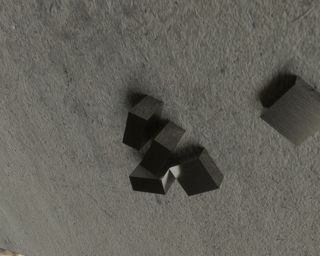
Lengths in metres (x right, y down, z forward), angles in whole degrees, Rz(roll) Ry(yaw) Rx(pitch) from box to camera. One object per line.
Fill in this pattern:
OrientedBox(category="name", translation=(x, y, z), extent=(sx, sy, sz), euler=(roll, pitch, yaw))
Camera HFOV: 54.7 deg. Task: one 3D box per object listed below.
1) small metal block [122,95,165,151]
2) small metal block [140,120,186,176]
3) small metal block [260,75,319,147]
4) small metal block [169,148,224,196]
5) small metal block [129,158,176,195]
OrientedBox(category="small metal block", translation=(-0.021, -0.007, 0.397), extent=(0.025, 0.050, 0.050), euler=(26, 128, 12))
OrientedBox(category="small metal block", translation=(0.004, 0.026, 0.405), extent=(0.025, 0.050, 0.050), euler=(34, 129, 6))
OrientedBox(category="small metal block", translation=(0.142, -0.017, 0.321), extent=(0.050, 0.025, 0.050), euler=(39, 129, 1))
OrientedBox(category="small metal block", translation=(0.049, 0.060, 0.418), extent=(0.050, 0.025, 0.050), euler=(-25, 105, 36))
OrientedBox(category="small metal block", translation=(-0.007, 0.065, 0.435), extent=(0.050, 0.050, 0.025), euler=(1, 119, 27))
